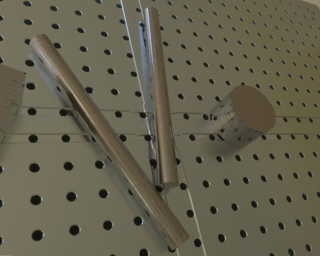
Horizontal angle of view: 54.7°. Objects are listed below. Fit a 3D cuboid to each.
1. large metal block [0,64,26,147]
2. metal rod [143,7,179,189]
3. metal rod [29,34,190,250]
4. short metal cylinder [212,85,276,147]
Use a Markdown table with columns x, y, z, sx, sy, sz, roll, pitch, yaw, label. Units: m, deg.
| x | y | z | sx | sy | sz | roll | pitch | yaw | label |
| --- | --- | --- | --- | --- | --- | --- | --- | --- | --- |
| -0.190 | -0.025 | 0.305 | 0.080 | 0.050 | 0.080 | 20 | 54 | -17 | large metal block |
| -0.002 | -0.061 | 0.444 | 0.025 | 0.025 | 0.299 | 9 | 58 | -24 | metal rod |
| -0.065 | 0.009 | 0.367 | 0.025 | 0.025 | 0.299 | -29 | 78 | -37 | metal rod |
| 0.127 | -0.018 | 0.471 | 0.081 | 0.050 | 0.080 | 14 | 56 | -21 | short metal cylinder |
